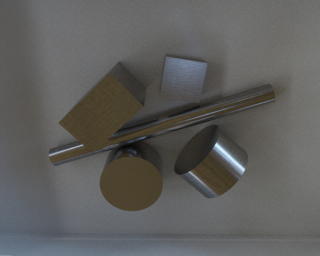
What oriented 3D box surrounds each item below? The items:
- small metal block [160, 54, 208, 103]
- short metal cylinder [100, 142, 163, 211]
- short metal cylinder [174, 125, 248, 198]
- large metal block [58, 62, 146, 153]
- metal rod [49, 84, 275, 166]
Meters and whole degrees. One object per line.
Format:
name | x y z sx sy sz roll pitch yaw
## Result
small metal block | 0.028 -0.062 0.387 0.050 0.025 0.050 8 110 -4
short metal cylinder | -0.037 0.064 0.419 0.081 0.050 0.079 0 110 -1
short metal cylinder | 0.064 0.042 0.397 0.050 0.080 0.080 41 105 -14
large metal block | -0.064 -0.028 0.370 0.080 0.080 0.050 -41 105 13
metal rod | -0.001 -0.002 0.409 0.301 0.025 0.025 -16 110 5
